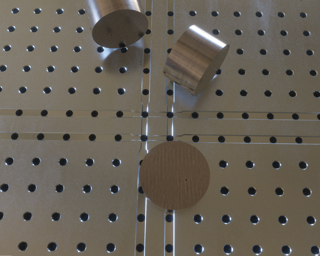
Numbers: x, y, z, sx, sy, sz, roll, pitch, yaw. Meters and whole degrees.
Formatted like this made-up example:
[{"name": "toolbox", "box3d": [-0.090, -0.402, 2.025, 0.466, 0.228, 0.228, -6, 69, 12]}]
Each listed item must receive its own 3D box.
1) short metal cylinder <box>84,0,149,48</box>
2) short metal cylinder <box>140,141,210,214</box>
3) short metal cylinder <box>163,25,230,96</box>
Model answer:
[{"name": "short metal cylinder", "box3d": [-0.062, -0.158, 0.440, 0.081, 0.080, 0.050, -17, 71, -6]}, {"name": "short metal cylinder", "box3d": [0.017, 0.061, 0.376, 0.081, 0.050, 0.080, 0, 70, 0]}, {"name": "short metal cylinder", "box3d": [0.049, -0.090, 0.415, 0.050, 0.080, 0.080, 36, 74, 12]}]
